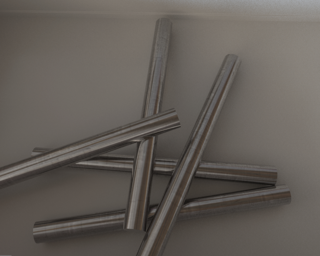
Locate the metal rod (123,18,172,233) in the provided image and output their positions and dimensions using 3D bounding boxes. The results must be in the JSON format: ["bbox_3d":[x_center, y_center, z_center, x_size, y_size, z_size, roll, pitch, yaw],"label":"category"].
[{"bbox_3d":[-0.011,-0.023,0.398,0.025,0.025,0.299,6,64,2],"label":"metal rod"}]

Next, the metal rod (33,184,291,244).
[{"bbox_3d":[0.006,0.102,0.371,0.302,0.025,0.025,-8,70,-4],"label":"metal rod"}]

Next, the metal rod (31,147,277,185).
[{"bbox_3d":[-0.008,0.048,0.390,0.302,0.025,0.025,4,70,1],"label":"metal rod"}]

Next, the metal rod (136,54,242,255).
[{"bbox_3d":[0.044,0.023,0.379,0.025,0.025,0.300,23,64,8],"label":"metal rod"}]

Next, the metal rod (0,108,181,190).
[{"bbox_3d":[-0.122,0.036,0.367,0.302,0.025,0.025,-19,71,-2],"label":"metal rod"}]
